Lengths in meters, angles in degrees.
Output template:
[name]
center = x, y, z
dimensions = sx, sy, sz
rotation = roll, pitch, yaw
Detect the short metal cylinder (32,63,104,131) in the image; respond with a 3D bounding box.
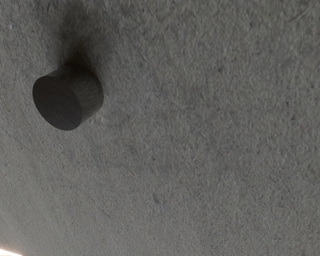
[short metal cylinder]
center = -0.126, -0.043, 0.428
dimensions = 0.080, 0.050, 0.079
rotation = 13, 124, 20
